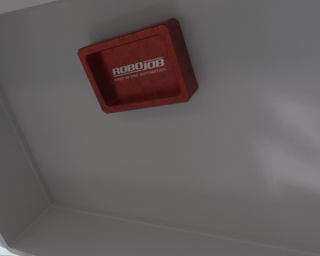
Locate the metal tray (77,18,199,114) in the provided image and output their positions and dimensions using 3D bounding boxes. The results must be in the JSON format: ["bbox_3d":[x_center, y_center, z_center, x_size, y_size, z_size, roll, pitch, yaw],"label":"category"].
[{"bbox_3d":[-0.028,-0.070,0.377,0.130,0.030,0.090,-6,116,31],"label":"metal tray"}]
